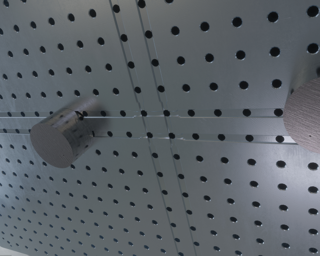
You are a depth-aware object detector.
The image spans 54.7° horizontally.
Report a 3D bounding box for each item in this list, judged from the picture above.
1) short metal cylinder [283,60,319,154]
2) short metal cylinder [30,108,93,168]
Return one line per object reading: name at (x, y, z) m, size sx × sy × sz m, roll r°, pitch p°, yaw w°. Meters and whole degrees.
short metal cylinder at (0.163, -0.021, 0.296) m, size 0.080 × 0.050 × 0.079 m, roll 13°, pitch 124°, yaw 21°
short metal cylinder at (-0.153, 0.016, 0.486) m, size 0.080 × 0.050 × 0.079 m, roll 13°, pitch 124°, yaw 20°
